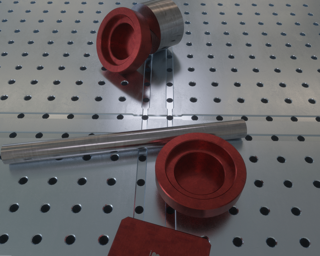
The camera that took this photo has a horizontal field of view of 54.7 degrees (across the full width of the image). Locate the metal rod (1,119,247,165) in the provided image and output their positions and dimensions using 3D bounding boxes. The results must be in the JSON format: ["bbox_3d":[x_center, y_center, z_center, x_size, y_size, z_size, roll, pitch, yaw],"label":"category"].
[{"bbox_3d":[-0.040,0.016,0.393,0.302,0.025,0.025,-6,50,-6],"label":"metal rod"}]

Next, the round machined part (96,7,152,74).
[{"bbox_3d":[-0.051,-0.134,0.485,0.098,0.097,0.042,42,26,29],"label":"round machined part"}]

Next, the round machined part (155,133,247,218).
[{"bbox_3d":[0.044,0.056,0.350,0.099,0.042,0.098,0,50,0],"label":"round machined part"}]

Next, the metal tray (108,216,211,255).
[{"bbox_3d":[-0.012,0.154,0.275,0.090,0.030,0.130,13,51,10],"label":"metal tray"}]

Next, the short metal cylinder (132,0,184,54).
[{"bbox_3d":[-0.007,-0.167,0.508,0.050,0.079,0.080,-29,56,-32],"label":"short metal cylinder"}]
